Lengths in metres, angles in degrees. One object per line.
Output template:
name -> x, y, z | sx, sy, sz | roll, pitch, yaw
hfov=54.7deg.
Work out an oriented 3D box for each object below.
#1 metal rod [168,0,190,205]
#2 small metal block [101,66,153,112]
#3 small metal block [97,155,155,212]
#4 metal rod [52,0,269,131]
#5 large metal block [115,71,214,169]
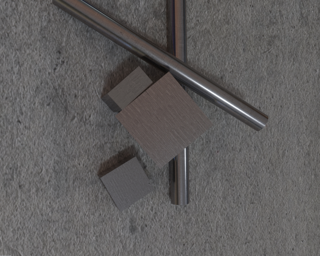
metal rod -> 0.025, -0.048, 0.419 | 0.025, 0.025, 0.298 | -1, 91, -20
small metal block -> -0.042, -0.046, 0.381 | 0.050, 0.050, 0.025 | -45, 103, -15
small metal block -> -0.044, 0.069, 0.394 | 0.050, 0.025, 0.050 | -31, 101, -18
metal rod -> 0.008, -0.082, 0.389 | 0.301, 0.025, 0.025 | 30, 80, -9
large metal block -> 0.005, -0.009, 0.380 | 0.080, 0.050, 0.080 | -40, 92, 0
